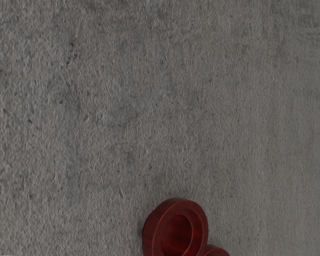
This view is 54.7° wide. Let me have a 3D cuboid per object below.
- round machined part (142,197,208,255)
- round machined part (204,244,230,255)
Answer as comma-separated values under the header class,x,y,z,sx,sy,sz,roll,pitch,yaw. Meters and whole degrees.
class,x,y,z,sx,sy,sz,roll,pitch,yaw
round machined part,0.015,0.140,0.407,0.099,0.042,0.097,0,90,-40
round machined part,0.080,0.229,0.461,0.099,0.042,0.097,0,90,-40
